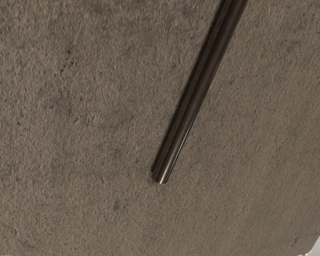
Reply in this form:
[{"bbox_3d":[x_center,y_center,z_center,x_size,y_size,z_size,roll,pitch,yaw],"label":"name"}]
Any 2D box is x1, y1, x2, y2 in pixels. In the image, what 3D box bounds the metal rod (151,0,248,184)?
[{"bbox_3d":[0.052,-0.055,0.402,0.025,0.025,0.298,9,114,-33],"label":"metal rod"}]
